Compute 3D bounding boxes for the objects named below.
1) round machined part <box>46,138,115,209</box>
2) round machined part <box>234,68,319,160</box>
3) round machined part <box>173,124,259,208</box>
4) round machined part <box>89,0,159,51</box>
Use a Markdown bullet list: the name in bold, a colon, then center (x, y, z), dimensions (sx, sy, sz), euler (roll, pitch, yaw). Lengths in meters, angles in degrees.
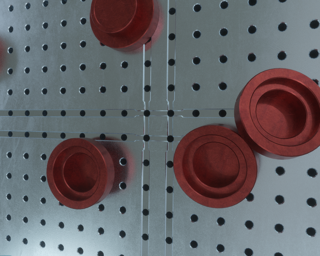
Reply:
- **round machined part**: center (-0.108, 0.062, 0.442), dimensions (0.098, 0.042, 0.097), euler (0, 90, 20)
- **round machined part**: center (0.130, -0.013, 0.344), dimensions (0.099, 0.042, 0.098), euler (1, 75, -3)
- **round machined part**: center (0.069, 0.043, 0.375), dimensions (0.098, 0.042, 0.097), euler (3, 98, 23)
- **round machined part**: center (-0.055, -0.158, 0.423), dimensions (0.098, 0.042, 0.097), euler (0, 90, 20)
